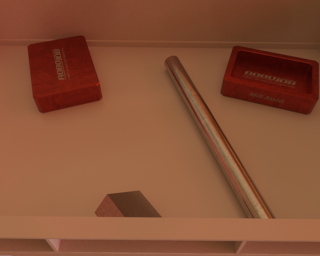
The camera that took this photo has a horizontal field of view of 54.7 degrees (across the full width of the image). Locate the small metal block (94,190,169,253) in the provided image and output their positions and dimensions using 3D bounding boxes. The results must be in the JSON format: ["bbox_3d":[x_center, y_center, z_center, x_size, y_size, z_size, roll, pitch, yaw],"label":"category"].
[{"bbox_3d":[-0.028,0.091,0.310,0.050,0.025,0.050,44,19,30],"label":"small metal block"}]

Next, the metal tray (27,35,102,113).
[{"bbox_3d":[-0.147,-0.087,0.473,0.091,0.030,0.130,-14,52,-12],"label":"metal tray"}]

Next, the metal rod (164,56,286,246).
[{"bbox_3d":[0.067,0.004,0.402,0.025,0.025,0.299,-14,52,-12],"label":"metal rod"}]

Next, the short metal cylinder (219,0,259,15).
[{"bbox_3d":[0.162,-0.271,0.621,0.081,0.050,0.080,0,50,0],"label":"short metal cylinder"}]

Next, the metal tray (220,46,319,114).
[{"bbox_3d":[0.166,-0.076,0.467,0.131,0.030,0.090,15,51,11],"label":"metal tray"}]
